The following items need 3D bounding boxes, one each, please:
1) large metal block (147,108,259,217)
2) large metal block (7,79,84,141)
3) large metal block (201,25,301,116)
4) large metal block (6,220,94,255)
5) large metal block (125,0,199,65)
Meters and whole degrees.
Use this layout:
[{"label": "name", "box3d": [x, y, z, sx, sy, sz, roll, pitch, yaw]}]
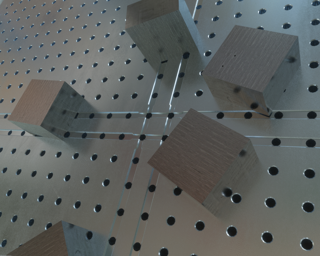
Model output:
[{"label": "large metal block", "box3d": [0.048, 0.036, 0.344, 0.080, 0.050, 0.080, 32, 79, 37]}, {"label": "large metal block", "box3d": [-0.185, -0.031, 0.506, 0.080, 0.050, 0.080, 8, 66, 31]}, {"label": "large metal block", "box3d": [0.112, -0.072, 0.377, 0.080, 0.050, 0.080, 26, 76, 36]}, {"label": "large metal block", "box3d": [-0.121, 0.166, 0.352, 0.080, 0.050, 0.080, -33, 52, 6]}, {"label": "large metal block", "box3d": [0.005, -0.148, 0.460, 0.080, 0.080, 0.050, -13, 57, 21]}]
